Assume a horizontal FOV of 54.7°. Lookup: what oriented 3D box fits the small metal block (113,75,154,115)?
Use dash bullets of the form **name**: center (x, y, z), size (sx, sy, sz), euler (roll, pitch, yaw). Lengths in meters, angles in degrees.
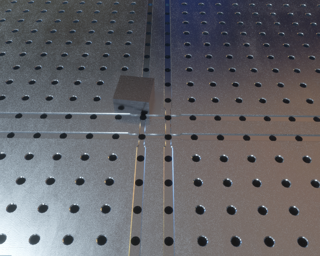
- **small metal block**: center (-0.037, -0.049, 0.448), size (0.050, 0.025, 0.050), euler (6, 50, 5)
